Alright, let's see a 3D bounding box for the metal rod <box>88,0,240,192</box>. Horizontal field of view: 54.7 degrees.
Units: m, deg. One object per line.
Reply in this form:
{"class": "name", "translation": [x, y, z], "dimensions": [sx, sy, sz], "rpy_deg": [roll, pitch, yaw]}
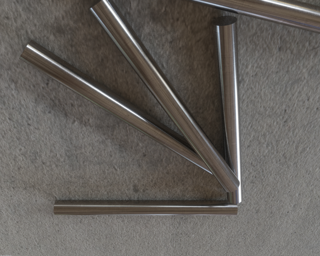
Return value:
{"class": "metal rod", "translation": [0.021, -0.020, 0.374], "dimensions": [0.025, 0.025, 0.300], "rpy_deg": [-27, 121, 20]}

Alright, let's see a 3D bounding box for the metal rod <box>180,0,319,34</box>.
{"class": "metal rod", "translation": [0.072, -0.125, 0.301], "dimensions": [0.302, 0.025, 0.025], "rpy_deg": [10, 129, -9]}

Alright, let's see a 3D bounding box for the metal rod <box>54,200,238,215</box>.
{"class": "metal rod", "translation": [-0.023, 0.134, 0.520], "dimensions": [0.302, 0.025, 0.025], "rpy_deg": [0, 130, -1]}

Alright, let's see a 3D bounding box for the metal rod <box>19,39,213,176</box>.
{"class": "metal rod", "translation": [-0.029, -0.012, 0.396], "dimensions": [0.301, 0.025, 0.025], "rpy_deg": [32, 123, -25]}

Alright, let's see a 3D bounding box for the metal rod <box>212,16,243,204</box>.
{"class": "metal rod", "translation": [0.094, 0.002, 0.410], "dimensions": [0.025, 0.025, 0.298], "rpy_deg": [-9, 130, 7]}
